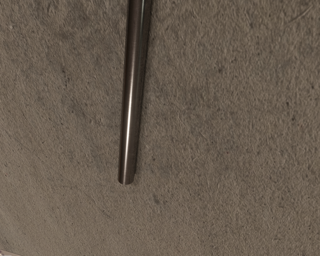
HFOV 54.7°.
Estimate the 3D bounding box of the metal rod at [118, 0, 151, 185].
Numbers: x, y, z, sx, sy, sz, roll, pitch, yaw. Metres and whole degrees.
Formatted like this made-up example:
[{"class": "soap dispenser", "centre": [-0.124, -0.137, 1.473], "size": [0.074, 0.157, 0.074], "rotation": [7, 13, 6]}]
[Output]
[{"class": "metal rod", "centre": [-0.036, -0.042, 0.397], "size": [0.025, 0.025, 0.298], "rotation": [20, 126, 16]}]
